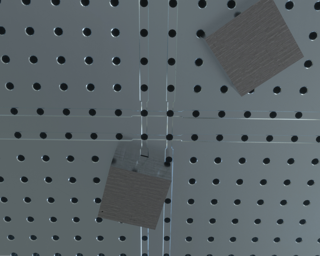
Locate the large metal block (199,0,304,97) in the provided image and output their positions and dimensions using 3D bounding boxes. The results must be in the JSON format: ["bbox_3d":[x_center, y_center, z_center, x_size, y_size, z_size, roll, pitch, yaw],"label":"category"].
[{"bbox_3d":[0.105,-0.097,0.365,0.080,0.050,0.080,-34,107,11],"label":"large metal block"}]

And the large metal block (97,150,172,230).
[{"bbox_3d":[-0.035,0.085,0.431,0.080,0.050,0.079,15,109,-6],"label":"large metal block"}]
